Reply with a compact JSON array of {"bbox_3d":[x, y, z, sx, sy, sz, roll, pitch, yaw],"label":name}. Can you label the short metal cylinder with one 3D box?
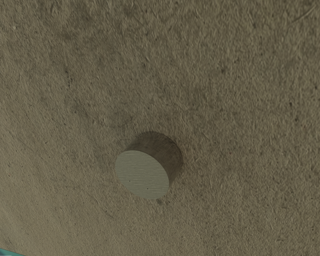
[{"bbox_3d":[-0.014,0.051,0.431,0.080,0.050,0.080,13,124,21],"label":"short metal cylinder"}]
